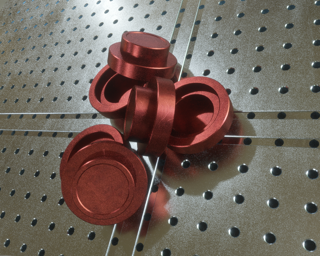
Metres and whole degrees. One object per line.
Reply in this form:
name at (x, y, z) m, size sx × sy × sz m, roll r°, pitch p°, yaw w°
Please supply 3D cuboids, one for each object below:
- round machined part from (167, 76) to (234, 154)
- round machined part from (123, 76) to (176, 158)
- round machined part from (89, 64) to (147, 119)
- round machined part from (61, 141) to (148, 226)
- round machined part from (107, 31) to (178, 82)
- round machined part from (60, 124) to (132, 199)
round machined part at (0.042, -0.012, 0.383) m, size 0.098 × 0.042 × 0.098 m, roll -13°, pitch 56°, yaw 21°
round machined part at (-0.017, -0.015, 0.378) m, size 0.042 × 0.098 × 0.098 m, roll 10°, pitch 58°, yaw -14°
round machined part at (-0.052, -0.055, 0.458) m, size 0.098 × 0.042 × 0.098 m, roll -13°, pitch 56°, yaw 21°
round machined part at (-0.063, 0.065, 0.355) m, size 0.099 × 0.042 × 0.097 m, roll 0°, pitch 94°, yaw -5°
round machined part at (-0.023, -0.106, 0.440) m, size 0.099 × 0.042 × 0.098 m, roll 10°, pitch 32°, yaw -6°
round machined part at (-0.080, 0.047, 0.411) m, size 0.098 × 0.042 × 0.098 m, roll -13°, pitch 56°, yaw 21°
